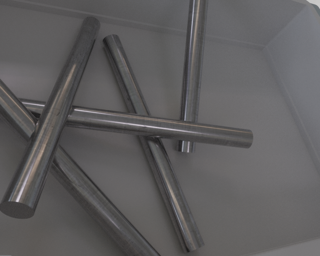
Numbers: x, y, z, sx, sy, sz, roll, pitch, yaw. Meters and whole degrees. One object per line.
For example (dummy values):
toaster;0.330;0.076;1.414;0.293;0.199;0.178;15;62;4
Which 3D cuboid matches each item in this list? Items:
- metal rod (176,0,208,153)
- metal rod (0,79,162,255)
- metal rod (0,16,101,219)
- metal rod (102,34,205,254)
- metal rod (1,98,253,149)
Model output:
metal rod;0.047;-0.117;0.414;0.025;0.025;0.298;6;87;-25
metal rod;-0.104;0.031;0.308;0.300;0.025;0.025;48;51;-3
metal rod;-0.102;-0.044;0.336;0.025;0.025;0.300;20;42;-17
metal rod;-0.016;0.004;0.393;0.025;0.025;0.299;-10;67;-32
metal rod;-0.032;-0.004;0.363;0.302;0.025;0.025;7;58;-14
